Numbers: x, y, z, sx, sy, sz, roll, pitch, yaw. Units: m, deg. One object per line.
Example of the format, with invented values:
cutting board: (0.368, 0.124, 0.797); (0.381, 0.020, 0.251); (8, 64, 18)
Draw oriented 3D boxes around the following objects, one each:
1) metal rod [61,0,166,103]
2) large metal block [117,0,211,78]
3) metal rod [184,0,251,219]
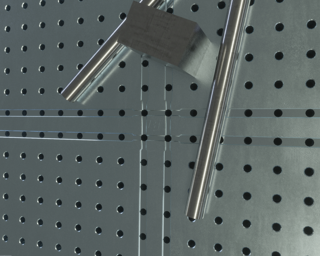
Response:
metal rod: (-0.032, -0.148, 0.423); (0.299, 0.025, 0.025); (-45, 77, 14)
large metal block: (0.008, -0.106, 0.380); (0.080, 0.080, 0.050); (26, 99, 18)
metal rod: (0.073, -0.034, 0.386); (0.025, 0.025, 0.298); (13, 94, 19)
